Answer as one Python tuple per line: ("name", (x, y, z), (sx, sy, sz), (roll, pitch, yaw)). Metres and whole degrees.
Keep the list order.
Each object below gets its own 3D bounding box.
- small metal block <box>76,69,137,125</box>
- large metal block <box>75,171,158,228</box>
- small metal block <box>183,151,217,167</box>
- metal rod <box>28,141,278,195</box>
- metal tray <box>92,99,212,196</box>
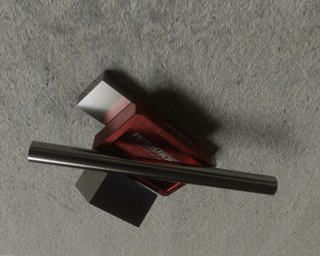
("small metal block", (-0.064, -0.034, 0.378), (0.050, 0.025, 0.050), (-38, 121, 27))
("large metal block", (-0.063, 0.087, 0.435), (0.080, 0.080, 0.050), (36, 80, -27))
("small metal block", (0.046, 0.049, 0.451), (0.050, 0.025, 0.050), (31, 123, -24))
("metal rod", (-0.001, 0.051, 0.380), (0.302, 0.025, 0.025), (9, 130, -9))
("metal tray", (-0.008, 0.031, 0.398), (0.130, 0.030, 0.090), (36, 121, -27))
